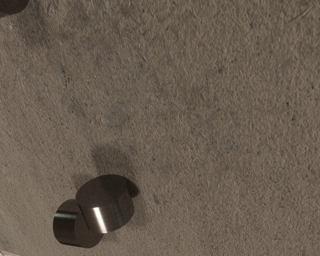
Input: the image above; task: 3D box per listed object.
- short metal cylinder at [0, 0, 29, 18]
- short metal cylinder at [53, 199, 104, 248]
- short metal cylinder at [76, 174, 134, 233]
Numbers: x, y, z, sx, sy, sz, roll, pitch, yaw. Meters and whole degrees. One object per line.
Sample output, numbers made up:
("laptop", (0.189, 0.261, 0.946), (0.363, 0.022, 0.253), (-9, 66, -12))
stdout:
("short metal cylinder", (-0.207, -0.173, 0.371), (0.050, 0.080, 0.080), (-2, 118, 28))
("short metal cylinder", (-0.139, 0.167, 0.545), (0.050, 0.080, 0.080), (-5, 116, 30))
("short metal cylinder", (-0.085, 0.117, 0.487), (0.080, 0.080, 0.050), (2, 120, 26))
